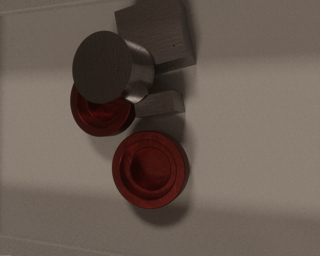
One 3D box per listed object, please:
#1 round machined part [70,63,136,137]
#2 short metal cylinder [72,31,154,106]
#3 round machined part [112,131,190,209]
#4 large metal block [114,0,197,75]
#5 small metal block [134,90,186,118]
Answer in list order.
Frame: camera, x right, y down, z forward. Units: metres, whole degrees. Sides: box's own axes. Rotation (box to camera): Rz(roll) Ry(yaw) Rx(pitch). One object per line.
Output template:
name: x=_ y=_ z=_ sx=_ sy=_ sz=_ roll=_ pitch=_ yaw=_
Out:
round machined part: x=-0.070 y=-0.037 z=0.421 sx=0.098 sy=0.042 sz=0.097 roll=0 pitch=90 yaw=26
short metal cylinder: x=-0.054 y=-0.067 z=0.362 sx=0.080 sy=0.050 sz=0.079 roll=0 pitch=91 yaw=26
round machined part: x=-0.009 y=0.052 z=0.404 sx=0.098 sy=0.042 sz=0.097 roll=0 pitch=90 yaw=19
large metal block: x=-0.005 y=-0.115 z=0.398 sx=0.080 sy=0.050 sz=0.080 roll=-12 pitch=86 yaw=19
small metal block: x=0.001 y=-0.029 z=0.396 sx=0.050 sy=0.050 sz=0.025 roll=-9 pitch=88 yaw=19
